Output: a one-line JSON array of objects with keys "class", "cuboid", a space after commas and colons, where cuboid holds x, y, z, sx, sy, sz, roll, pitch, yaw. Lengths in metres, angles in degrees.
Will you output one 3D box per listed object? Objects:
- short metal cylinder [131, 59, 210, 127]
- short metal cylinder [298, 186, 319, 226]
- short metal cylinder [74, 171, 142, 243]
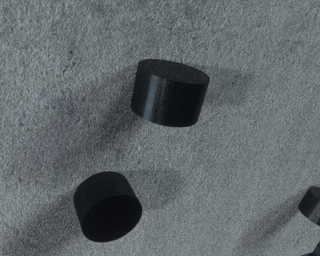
[{"class": "short metal cylinder", "cuboid": [0.011, -0.042, 0.351, 0.081, 0.080, 0.050, -1, 119, -28]}, {"class": "short metal cylinder", "cuboid": [0.349, 0.170, 0.667, 0.081, 0.080, 0.050, 8, 114, -32]}, {"class": "short metal cylinder", "cuboid": [-0.071, 0.106, 0.417, 0.081, 0.050, 0.079, -14, 124, -21]}]
